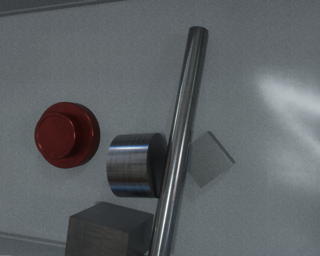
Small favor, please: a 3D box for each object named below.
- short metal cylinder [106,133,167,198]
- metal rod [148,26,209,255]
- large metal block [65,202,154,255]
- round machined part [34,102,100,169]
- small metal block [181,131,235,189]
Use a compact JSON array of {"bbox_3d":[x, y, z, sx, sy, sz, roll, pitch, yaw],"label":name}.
[{"bbox_3d":[-0.025,0.047,0.389,0.050,0.080,0.079,-3,89,20],"label":"short metal cylinder"},{"bbox_3d":[0.022,0.022,0.376,0.025,0.025,0.298,8,83,19],"label":"metal rod"},{"bbox_3d":[-0.062,0.138,0.402,0.080,0.080,0.050,9,93,19],"label":"large metal block"},{"bbox_3d":[-0.141,0.010,0.449,0.098,0.042,0.097,0,90,19],"label":"round machined part"},{"bbox_3d":[0.058,0.039,0.390,0.050,0.025,0.050,-40,78,15],"label":"small metal block"}]
